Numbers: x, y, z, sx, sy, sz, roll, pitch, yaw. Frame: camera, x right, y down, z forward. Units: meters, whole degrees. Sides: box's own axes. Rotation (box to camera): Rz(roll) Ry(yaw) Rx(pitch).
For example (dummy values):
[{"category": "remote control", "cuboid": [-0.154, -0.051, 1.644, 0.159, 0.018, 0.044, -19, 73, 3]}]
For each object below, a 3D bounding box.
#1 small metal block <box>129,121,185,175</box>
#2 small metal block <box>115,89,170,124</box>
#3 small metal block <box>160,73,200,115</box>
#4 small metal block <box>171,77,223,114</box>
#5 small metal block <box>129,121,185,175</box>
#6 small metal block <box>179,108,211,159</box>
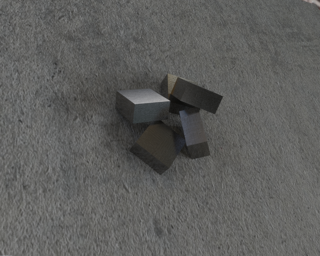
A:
[{"category": "small metal block", "cuboid": [-0.002, 0.022, 0.392, 0.050, 0.025, 0.050, 39, 51, -3]}, {"category": "small metal block", "cuboid": [-0.023, -0.029, 0.396, 0.050, 0.025, 0.050, -8, 28, -32]}, {"category": "small metal block", "cuboid": [0.029, -0.046, 0.451, 0.050, 0.025, 0.050, 13, 56, -22]}, {"category": "small metal block", "cuboid": [0.047, -0.044, 0.410, 0.050, 0.025, 0.050, 20, 11, -17]}, {"category": "small metal block", "cuboid": [-0.002, 0.023, 0.392, 0.050, 0.025, 0.050, 38, 51, -2]}, {"category": "small metal block", "cuboid": [0.047, 0.008, 0.408, 0.025, 0.050, 0.050, -14, 63, 8]}]
